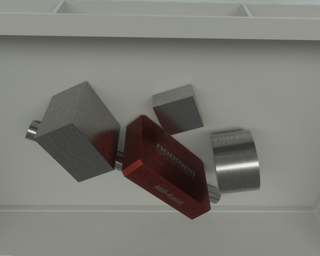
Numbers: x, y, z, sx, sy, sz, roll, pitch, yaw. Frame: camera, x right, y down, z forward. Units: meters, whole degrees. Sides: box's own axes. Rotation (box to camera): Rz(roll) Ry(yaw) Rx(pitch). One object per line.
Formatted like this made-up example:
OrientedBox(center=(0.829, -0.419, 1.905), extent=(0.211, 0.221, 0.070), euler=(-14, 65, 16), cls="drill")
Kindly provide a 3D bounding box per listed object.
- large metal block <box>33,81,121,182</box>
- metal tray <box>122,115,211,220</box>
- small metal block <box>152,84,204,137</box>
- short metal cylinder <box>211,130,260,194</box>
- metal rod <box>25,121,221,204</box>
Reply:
OrientedBox(center=(-0.093, 0.004, 0.373), extent=(0.050, 0.080, 0.080), euler=(-21, 127, 16), cls="large metal block")
OrientedBox(center=(0.011, 0.052, 0.408), extent=(0.030, 0.090, 0.130), euler=(-36, 122, 26), cls="metal tray")
OrientedBox(center=(0.023, -0.021, 0.388), extent=(0.050, 0.025, 0.050), euler=(-16, 129, 12), cls="small metal block")
OrientedBox(center=(0.098, 0.045, 0.411), extent=(0.050, 0.080, 0.080), euler=(-8, 130, 8), cls="short metal cylinder")
OrientedBox(center=(-0.040, 0.056, 0.455), extent=(0.302, 0.025, 0.025), euler=(22, 126, -19), cls="metal rod")
